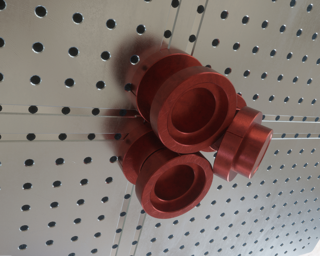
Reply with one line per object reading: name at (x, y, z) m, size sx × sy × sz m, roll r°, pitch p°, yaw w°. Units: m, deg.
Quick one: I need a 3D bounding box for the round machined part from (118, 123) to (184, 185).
round machined part at (-0.004, 0.043, 0.424) m, size 0.099 × 0.042 × 0.097 m, roll -14°, pitch 124°, yaw -21°

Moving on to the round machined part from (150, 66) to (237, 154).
round machined part at (0.033, -0.023, 0.348) m, size 0.099 × 0.042 × 0.097 m, roll -14°, pitch 124°, yaw -21°

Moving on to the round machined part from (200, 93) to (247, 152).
round machined part at (0.086, -0.006, 0.443) m, size 0.099 × 0.042 × 0.097 m, roll -14°, pitch 124°, yaw -21°

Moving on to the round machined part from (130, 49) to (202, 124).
round machined part at (0.017, -0.044, 0.383) m, size 0.099 × 0.042 × 0.097 m, roll -14°, pitch 124°, yaw -21°

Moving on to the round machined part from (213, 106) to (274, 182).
round machined part at (0.109, 0.025, 0.392) m, size 0.098 × 0.042 × 0.097 m, roll -45°, pitch 150°, yaw -36°

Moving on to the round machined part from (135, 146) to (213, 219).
round machined part at (0.014, 0.063, 0.391) m, size 0.099 × 0.042 × 0.097 m, roll -14°, pitch 124°, yaw -21°
